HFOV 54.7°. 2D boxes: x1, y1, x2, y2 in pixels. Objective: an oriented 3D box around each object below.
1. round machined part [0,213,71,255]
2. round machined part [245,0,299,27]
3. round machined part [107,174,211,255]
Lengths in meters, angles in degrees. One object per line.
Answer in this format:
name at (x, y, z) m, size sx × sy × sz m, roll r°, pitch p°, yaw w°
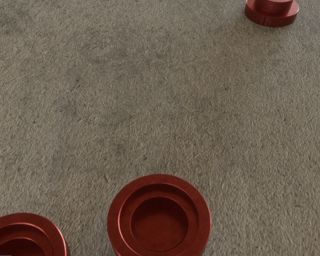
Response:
round machined part at (-0.130, 0.131, 0.281) m, size 0.099 × 0.042 × 0.098 m, roll 0°, pitch 50°, yaw 0°
round machined part at (0.216, -0.238, 0.594) m, size 0.099 × 0.042 × 0.098 m, roll 0°, pitch 50°, yaw 0°
round machined part at (-0.001, 0.098, 0.309) m, size 0.099 × 0.042 × 0.098 m, roll 0°, pitch 50°, yaw 0°
